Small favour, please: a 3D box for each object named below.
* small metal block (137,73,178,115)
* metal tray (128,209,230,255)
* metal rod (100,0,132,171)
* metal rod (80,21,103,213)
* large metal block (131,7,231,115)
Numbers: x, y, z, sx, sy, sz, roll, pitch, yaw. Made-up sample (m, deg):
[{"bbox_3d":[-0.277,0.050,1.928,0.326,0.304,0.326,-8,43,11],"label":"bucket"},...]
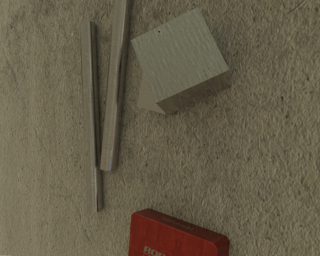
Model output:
[{"bbox_3d":[0.001,-0.047,0.403,0.050,0.025,0.050,18,102,38],"label":"small metal block"},{"bbox_3d":[0.018,0.162,0.386,0.130,0.030,0.089,8,95,39],"label":"metal tray"},{"bbox_3d":[-0.063,-0.086,0.454,0.025,0.025,0.298,9,96,39],"label":"metal rod"},{"bbox_3d":[-0.109,-0.019,0.492,0.025,0.025,0.298,-4,87,39],"label":"metal rod"},{"bbox_3d":[0.024,-0.072,0.347,0.080,0.050,0.080,-24,73,9],"label":"large metal block"}]
